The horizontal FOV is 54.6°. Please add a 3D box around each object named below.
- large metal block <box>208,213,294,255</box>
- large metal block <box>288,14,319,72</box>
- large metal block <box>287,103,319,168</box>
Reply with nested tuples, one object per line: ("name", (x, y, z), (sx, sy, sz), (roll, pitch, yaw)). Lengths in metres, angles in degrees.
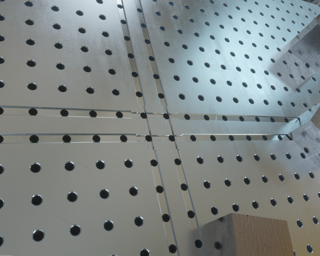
("large metal block", (0.106, 0.149, 0.358), (0.081, 0.050, 0.080), (14, 56, -21))
("large metal block", (0.340, -0.181, 0.665), (0.080, 0.080, 0.050), (36, 51, -4))
("large metal block", (0.282, 0.010, 0.537), (0.080, 0.050, 0.080), (48, 51, 5))
